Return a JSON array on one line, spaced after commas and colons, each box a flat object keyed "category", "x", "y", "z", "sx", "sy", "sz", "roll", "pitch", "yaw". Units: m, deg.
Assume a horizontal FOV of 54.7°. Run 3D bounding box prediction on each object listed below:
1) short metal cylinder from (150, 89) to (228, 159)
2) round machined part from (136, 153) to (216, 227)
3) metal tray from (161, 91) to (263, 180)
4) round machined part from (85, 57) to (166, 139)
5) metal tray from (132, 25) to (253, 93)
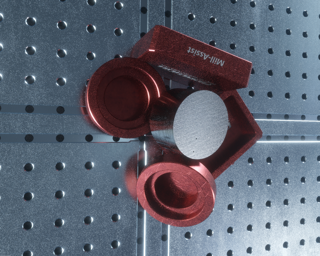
[{"category": "short metal cylinder", "x": 0.035, "y": -0.007, "z": 0.374, "sx": 0.081, "sy": 0.050, "sz": 0.079, "roll": -7, "pitch": 102, "yaw": -31}, {"category": "round machined part", "x": 0.023, "y": 0.074, "z": 0.395, "sx": 0.098, "sy": 0.042, "sz": 0.097, "roll": 7, "pitch": 117, "yaw": 14}, {"category": "metal tray", "x": 0.073, "y": 0.013, "z": 0.438, "sx": 0.131, "sy": 0.030, "sz": 0.090, "roll": -38, "pitch": 103, "yaw": -16}, {"category": "round machined part", "x": -0.044, "y": -0.036, "z": 0.388, "sx": 0.099, "sy": 0.042, "sz": 0.097, "roll": 0, "pitch": 90, "yaw": -21}, {"category": "metal tray", "x": 0.037, "y": -0.081, "z": 0.392, "sx": 0.131, "sy": 0.090, "sz": 0.030, "roll": 16, "pitch": 85, "yaw": -20}]
